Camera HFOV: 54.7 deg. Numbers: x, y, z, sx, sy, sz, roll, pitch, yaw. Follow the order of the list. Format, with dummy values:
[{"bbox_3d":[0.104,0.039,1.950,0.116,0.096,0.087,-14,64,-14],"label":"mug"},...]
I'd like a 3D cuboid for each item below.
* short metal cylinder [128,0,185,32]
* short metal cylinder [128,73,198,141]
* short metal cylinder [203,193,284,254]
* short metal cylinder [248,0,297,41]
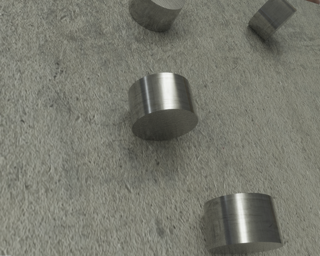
[{"bbox_3d":[-0.005,-0.206,0.510,0.081,0.050,0.080,14,56,-21],"label":"short metal cylinder"},{"bbox_3d":[0.003,-0.024,0.385,0.081,0.080,0.050,5,60,-26],"label":"short metal cylinder"},{"bbox_3d":[0.092,0.110,0.351,0.081,0.080,0.050,11,57,-22],"label":"short metal cylinder"},{"bbox_3d":[0.226,-0.223,0.626,0.050,0.080,0.080,47,51,4],"label":"short metal cylinder"}]
